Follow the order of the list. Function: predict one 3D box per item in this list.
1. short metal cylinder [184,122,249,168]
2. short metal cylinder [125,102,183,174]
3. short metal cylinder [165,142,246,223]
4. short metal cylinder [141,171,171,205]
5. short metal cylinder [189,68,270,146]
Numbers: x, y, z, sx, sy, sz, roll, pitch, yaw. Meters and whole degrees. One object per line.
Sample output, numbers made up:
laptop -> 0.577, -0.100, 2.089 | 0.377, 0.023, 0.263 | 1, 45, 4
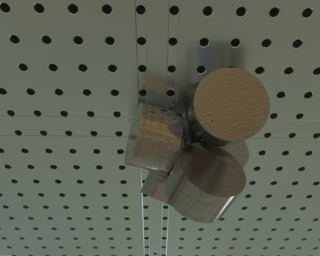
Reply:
short metal cylinder -> 0.073, 0.023, 0.414 | 0.081, 0.050, 0.079 | 0, 129, 0
short metal cylinder -> -0.009, 0.013, 0.386 | 0.050, 0.080, 0.079 | 15, 129, -12
short metal cylinder -> 0.052, 0.062, 0.362 | 0.081, 0.080, 0.050 | 13, 129, -11
short metal cylinder -> 0.019, 0.083, 0.439 | 0.080, 0.050, 0.080 | 22, 168, 5
short metal cylinder -> 0.075, -0.021, 0.349 | 0.081, 0.080, 0.050 | 2, 170, -2
